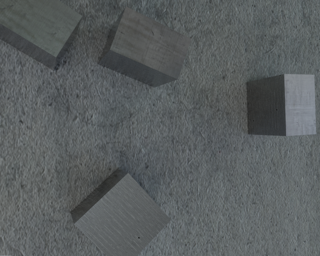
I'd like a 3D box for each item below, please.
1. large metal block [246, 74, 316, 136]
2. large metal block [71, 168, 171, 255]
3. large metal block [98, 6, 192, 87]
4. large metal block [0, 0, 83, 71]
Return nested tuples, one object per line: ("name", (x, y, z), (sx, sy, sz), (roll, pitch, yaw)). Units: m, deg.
("large metal block", (0.170, -0.031, 0.442), (0.050, 0.080, 0.079), (-3, 91, -20))
("large metal block", (-0.048, 0.107, 0.378), (0.080, 0.050, 0.080), (-43, 104, -15))
("large metal block", (-0.022, -0.091, 0.371), (0.080, 0.080, 0.050), (21, 83, -19))
("large metal block", (-0.135, -0.110, 0.329), (0.080, 0.080, 0.050), (31, 80, -18))
